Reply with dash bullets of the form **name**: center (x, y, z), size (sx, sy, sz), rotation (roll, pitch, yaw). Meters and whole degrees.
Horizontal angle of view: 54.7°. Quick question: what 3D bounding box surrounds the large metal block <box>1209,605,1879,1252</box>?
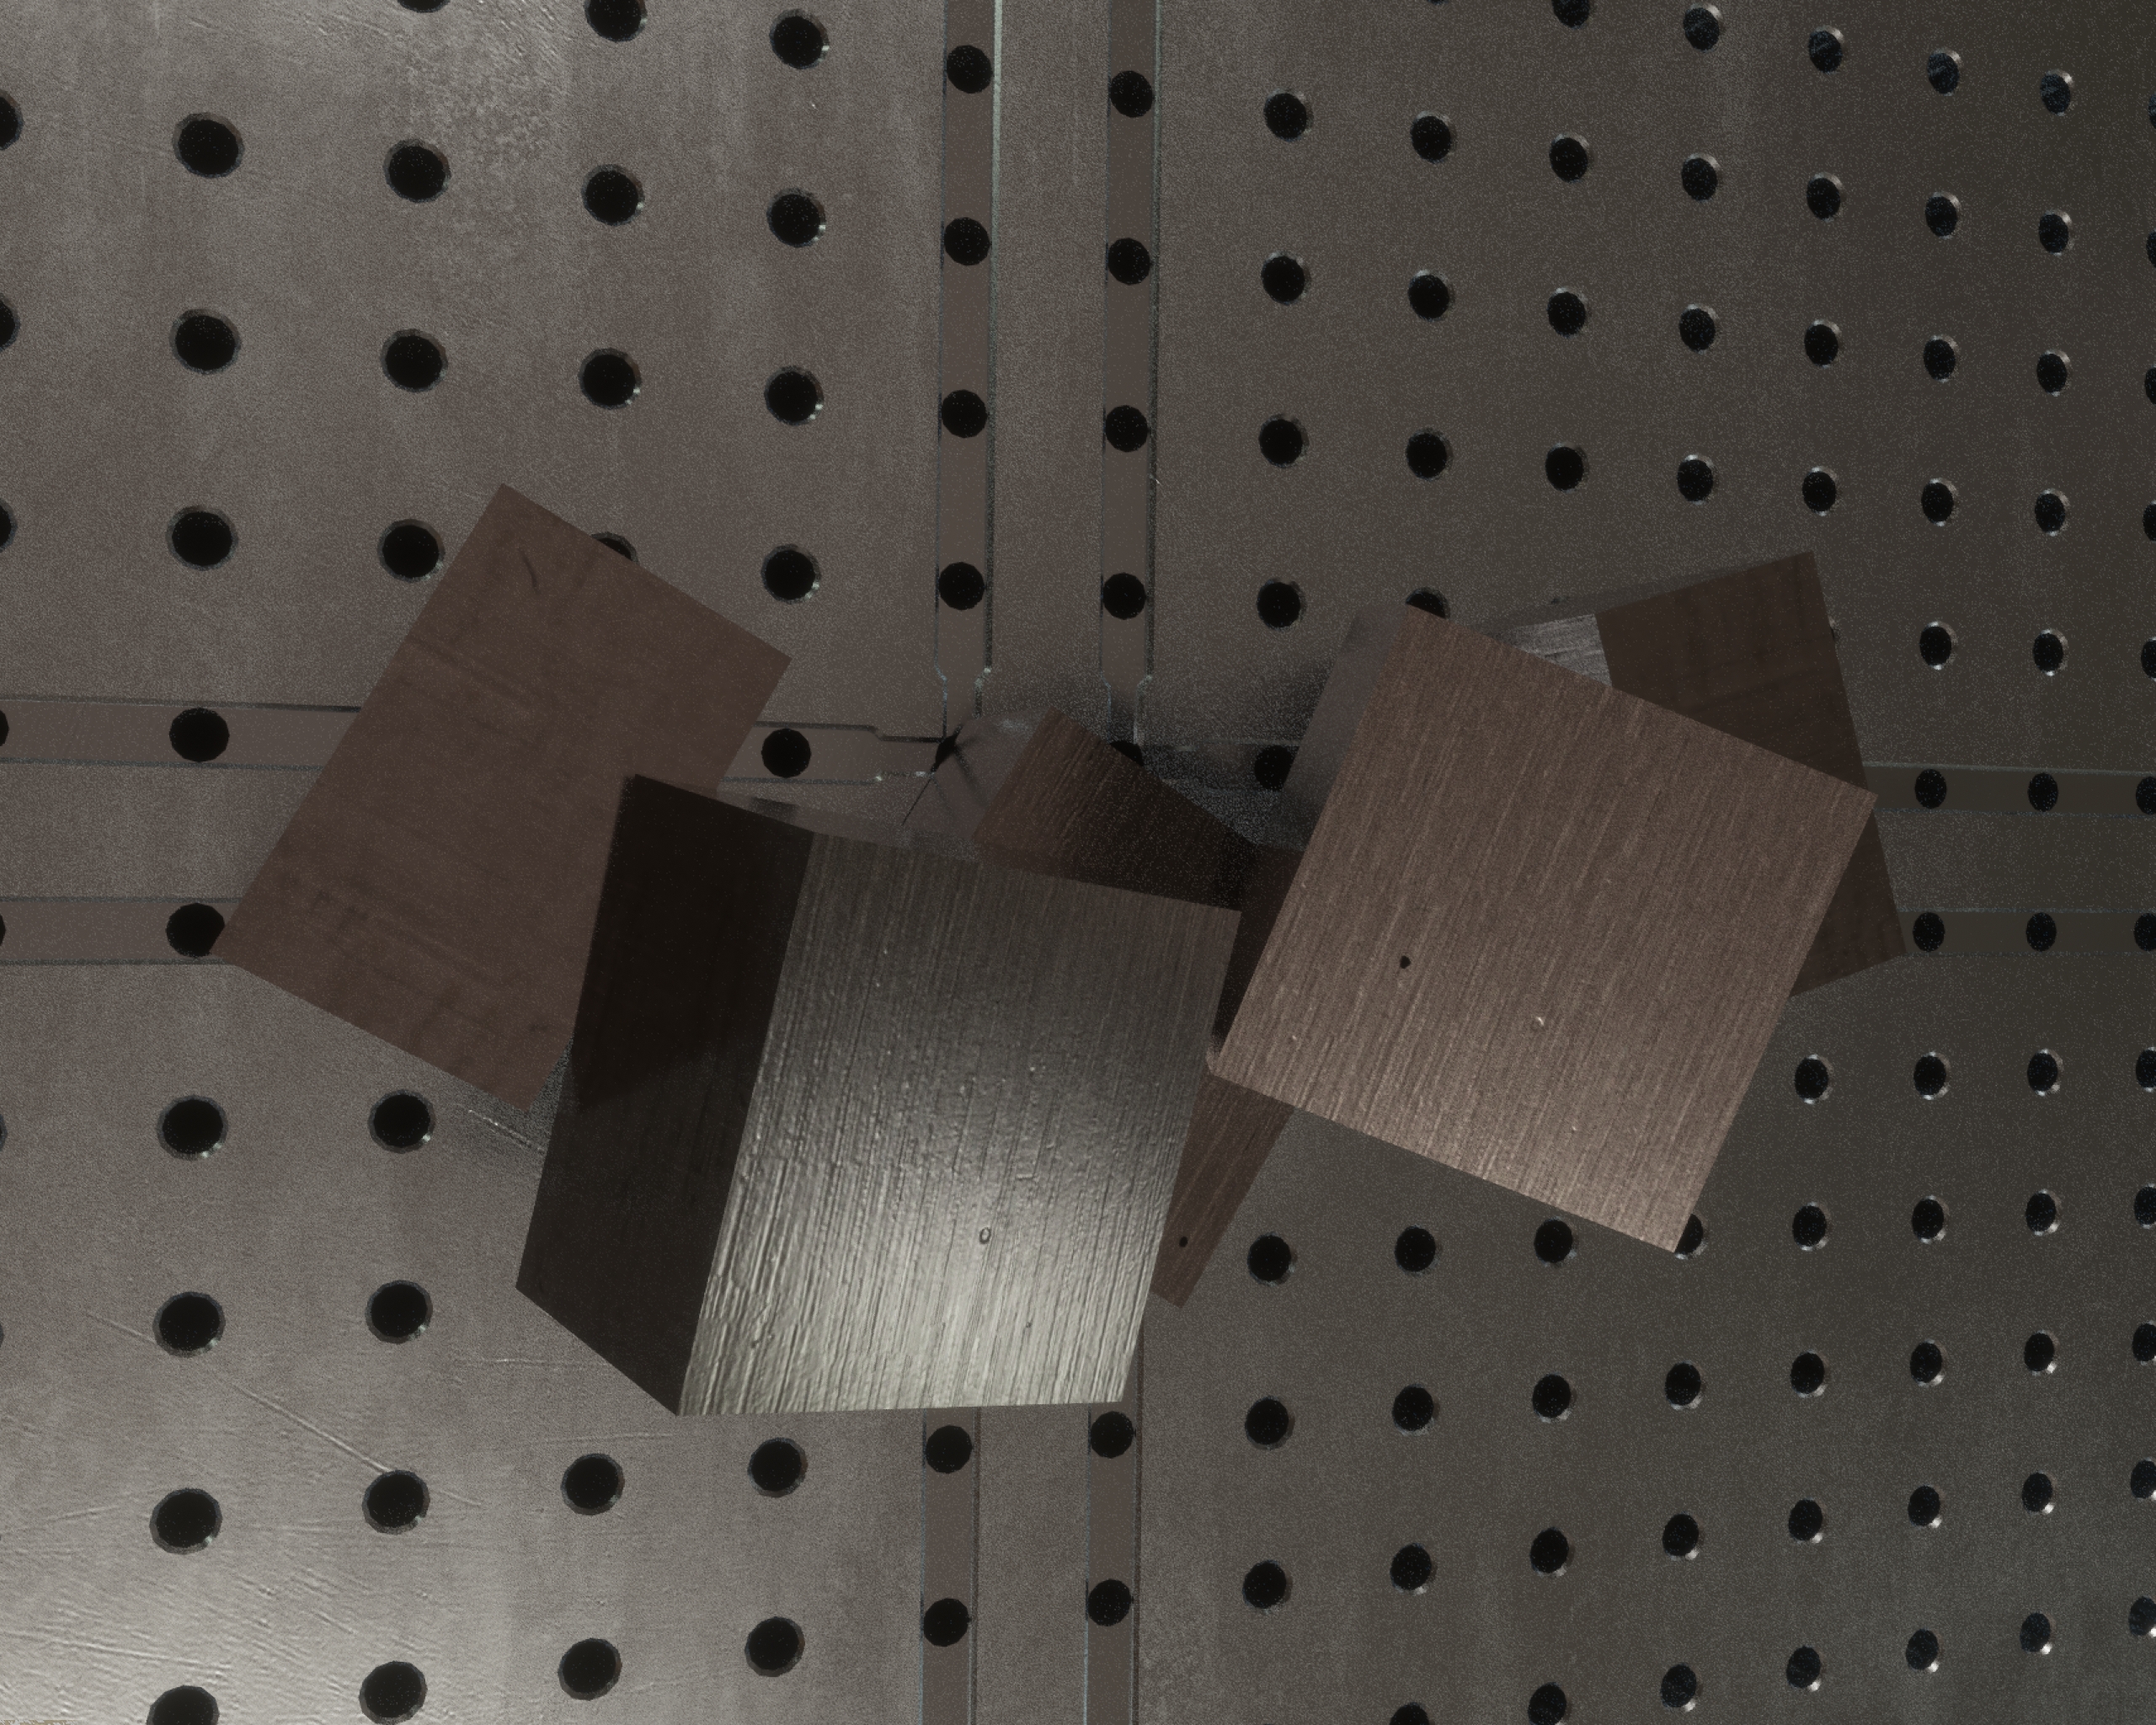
- **large metal block**: center (0.073, 0.008, 0.354), size (0.080, 0.050, 0.080), rotation (22, 96, -4)

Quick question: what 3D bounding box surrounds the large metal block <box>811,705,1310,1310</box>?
- **large metal block**: center (-0.002, 0.027, 0.399), size (0.080, 0.050, 0.080), rotation (34, 79, -17)

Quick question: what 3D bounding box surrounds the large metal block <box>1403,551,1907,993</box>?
- **large metal block**: center (0.113, -0.014, 0.426), size (0.050, 0.080, 0.080), rotation (-17, 96, -19)

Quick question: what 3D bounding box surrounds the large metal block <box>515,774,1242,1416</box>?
- **large metal block**: center (-0.030, 0.036, 0.319), size (0.081, 0.050, 0.080), rotation (11, 93, -41)

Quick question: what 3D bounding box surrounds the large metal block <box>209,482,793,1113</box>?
- **large metal block**: center (-0.098, -0.010, 0.347), size (0.050, 0.080, 0.080), rotation (32, 80, -18)
